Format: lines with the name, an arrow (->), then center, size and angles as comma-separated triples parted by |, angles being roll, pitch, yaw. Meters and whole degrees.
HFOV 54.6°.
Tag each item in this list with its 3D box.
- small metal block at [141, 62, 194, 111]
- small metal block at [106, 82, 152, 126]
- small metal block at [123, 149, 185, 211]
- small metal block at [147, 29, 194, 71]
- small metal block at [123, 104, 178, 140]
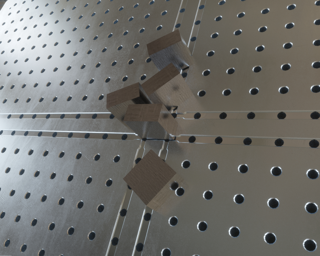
small metal block -> 0.011, -0.051, 0.419 | 0.050, 0.050, 0.025 | -36, 51, 4
small metal block -> -0.039, -0.032, 0.434 | 0.050, 0.050, 0.025 | -18, 55, 18
small metal block -> -0.008, 0.062, 0.375 | 0.050, 0.025, 0.050 | -47, 51, -4
small metal block -> 0.016, -0.107, 0.451 | 0.050, 0.050, 0.025 | -22, 54, 15
small metal block -> -0.011, -0.007, 0.404 | 0.050, 0.050, 0.025 | 1, 62, 29
